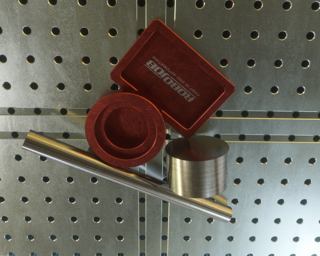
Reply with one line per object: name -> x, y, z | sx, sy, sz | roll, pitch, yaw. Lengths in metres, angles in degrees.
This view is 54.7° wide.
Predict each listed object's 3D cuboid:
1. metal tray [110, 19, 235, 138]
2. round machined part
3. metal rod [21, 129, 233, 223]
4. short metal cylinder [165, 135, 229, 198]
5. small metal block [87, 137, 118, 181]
metal tray -> 0.016, -0.060, 0.388 | 0.130, 0.030, 0.090 | 38, 105, -13
round machined part -> -0.041, -0.002, 0.394 | 0.099, 0.042, 0.097 | 0, 110, 1
metal rod -> -0.030, 0.072, 0.418 | 0.302, 0.025, 0.025 | 24, 108, -18
short metal cylinder -> 0.048, 0.047, 0.401 | 0.081, 0.080, 0.050 | -4, 110, 1
small metal block -> -0.076, 0.040, 0.427 | 0.050, 0.025, 0.050 | 27, 108, -10
